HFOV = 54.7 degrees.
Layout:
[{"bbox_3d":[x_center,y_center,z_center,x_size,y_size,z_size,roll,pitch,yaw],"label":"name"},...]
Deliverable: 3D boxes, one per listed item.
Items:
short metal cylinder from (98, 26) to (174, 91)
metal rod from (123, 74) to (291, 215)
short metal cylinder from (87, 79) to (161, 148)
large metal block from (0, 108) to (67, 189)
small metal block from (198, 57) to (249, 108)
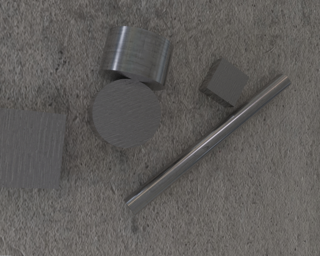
[{"bbox_3d":[-0.028,-0.080,0.369,0.081,0.080,0.050,14,85,-20],"label":"short metal cylinder"},{"bbox_3d":[0.076,0.014,0.436,0.301,0.025,0.025,-37,102,-16],"label":"metal rod"},{"bbox_3d":[-0.045,-0.017,0.379,0.081,0.050,0.079,0,90,-20],"label":"short metal cylinder"},{"bbox_3d":[-0.150,0.021,0.340,0.081,0.050,0.080,6,88,-20],"label":"large metal block"},{"bbox_3d":[0.091,-0.064,0.443,0.050,0.025,0.050,32,80,-18],"label":"small metal block"}]
